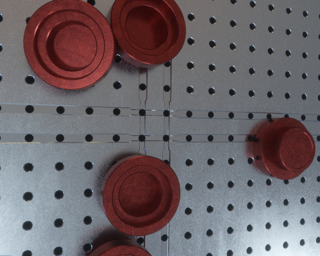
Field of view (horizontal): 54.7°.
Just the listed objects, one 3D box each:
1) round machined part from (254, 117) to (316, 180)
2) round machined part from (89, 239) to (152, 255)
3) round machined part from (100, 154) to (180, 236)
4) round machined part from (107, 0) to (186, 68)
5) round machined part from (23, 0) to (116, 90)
[{"bbox_3d":[0.199,0.032,0.479,0.099,0.042,0.097,0,90,-21],"label":"round machined part"},{"bbox_3d":[-0.053,0.187,0.385,0.099,0.042,0.097,0,90,-21],"label":"round machined part"},{"bbox_3d":[-0.027,0.082,0.395,0.099,0.042,0.097,0,90,-21],"label":"round machined part"},{"bbox_3d":[-0.020,-0.125,0.394,0.099,0.042,0.097,1,87,-24],"label":"round machined part"},{"bbox_3d":[-0.099,-0.093,0.357,0.099,0.042,0.097,0,98,-2],"label":"round machined part"}]
